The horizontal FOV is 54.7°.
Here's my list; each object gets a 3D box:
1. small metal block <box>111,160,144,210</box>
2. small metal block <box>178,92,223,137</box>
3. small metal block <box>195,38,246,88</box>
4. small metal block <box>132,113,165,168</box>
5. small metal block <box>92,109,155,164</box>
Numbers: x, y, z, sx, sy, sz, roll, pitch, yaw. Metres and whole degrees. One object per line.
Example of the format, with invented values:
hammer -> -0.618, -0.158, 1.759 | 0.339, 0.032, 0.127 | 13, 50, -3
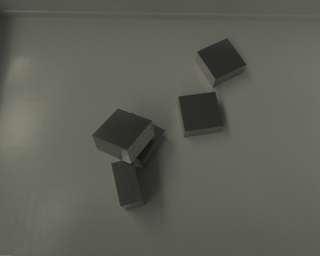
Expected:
small metal block -> -0.038, 0.068, 0.371 | 0.025, 0.050, 0.050 | -14, 71, -5
small metal block -> 0.053, -0.018, 0.417 | 0.050, 0.025, 0.050 | -8, 70, -3
small metal block -> 0.086, -0.094, 0.445 | 0.050, 0.025, 0.050 | -26, 72, -10
small metal block -> -0.028, 0.016, 0.404 | 0.050, 0.025, 0.050 | 28, 72, 9
small metal block -> -0.042, 0.008, 0.366 | 0.050, 0.025, 0.050 | 20, 52, 25
